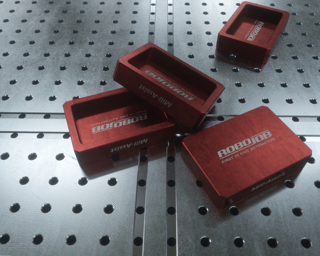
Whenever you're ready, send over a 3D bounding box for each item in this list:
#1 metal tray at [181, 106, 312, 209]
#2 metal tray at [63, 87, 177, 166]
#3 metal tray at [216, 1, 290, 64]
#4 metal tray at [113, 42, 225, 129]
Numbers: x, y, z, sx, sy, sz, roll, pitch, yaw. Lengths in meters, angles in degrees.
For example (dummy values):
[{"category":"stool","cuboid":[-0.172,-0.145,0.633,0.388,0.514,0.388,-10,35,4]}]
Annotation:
[{"category":"metal tray","cuboid":[0.103,0.031,0.379,0.131,0.030,0.090,-21,53,-17]},{"category":"metal tray","cuboid":[-0.054,-0.010,0.412,0.131,0.030,0.090,-16,52,-13]},{"category":"metal tray","cuboid":[0.167,-0.174,0.551,0.090,0.030,0.130,23,54,18]},{"category":"metal tray","cuboid":[0.014,-0.062,0.422,0.130,0.030,0.090,33,40,9]}]
